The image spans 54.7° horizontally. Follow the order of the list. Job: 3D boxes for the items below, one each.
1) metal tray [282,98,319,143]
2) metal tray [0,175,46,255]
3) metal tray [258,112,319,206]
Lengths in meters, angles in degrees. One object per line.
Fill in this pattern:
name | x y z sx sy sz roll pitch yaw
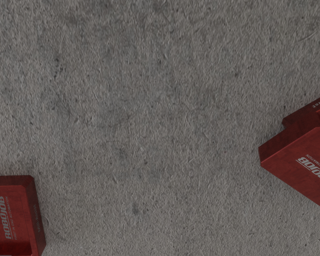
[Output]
metal tray | 0.242 -0.004 0.408 0.130 0.030 0.090 -32 107 11
metal tray | -0.226 0.134 0.454 0.091 0.030 0.129 -1 110 0
metal tray | 0.206 0.046 0.402 0.130 0.030 0.090 33 127 -18
